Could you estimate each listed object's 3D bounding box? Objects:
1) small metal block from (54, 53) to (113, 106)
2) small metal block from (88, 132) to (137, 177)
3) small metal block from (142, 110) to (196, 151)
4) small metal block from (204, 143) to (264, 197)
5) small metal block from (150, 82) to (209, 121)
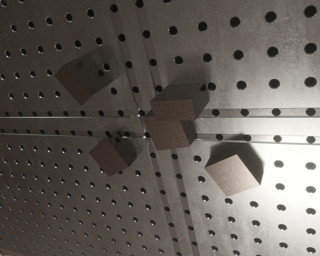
[{"bbox_3d":[-0.099,-0.064,0.405,0.050,0.050,0.025,49,128,-7],"label":"small metal block"},{"bbox_3d":[-0.072,0.041,0.473,0.050,0.025,0.050,-30,102,37],"label":"small metal block"},{"bbox_3d":[0.013,-0.001,0.403,0.050,0.025,0.050,-10,114,32],"label":"small metal block"},{"bbox_3d":[0.094,0.055,0.395,0.050,0.025,0.050,-31,102,37],"label":"small metal block"},{"bbox_3d":[0.024,-0.031,0.362,0.050,0.050,0.025,-1,118,28],"label":"small metal block"}]
